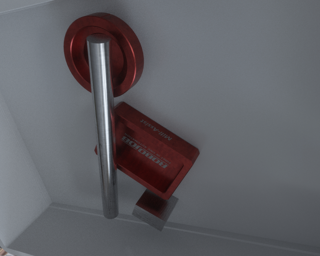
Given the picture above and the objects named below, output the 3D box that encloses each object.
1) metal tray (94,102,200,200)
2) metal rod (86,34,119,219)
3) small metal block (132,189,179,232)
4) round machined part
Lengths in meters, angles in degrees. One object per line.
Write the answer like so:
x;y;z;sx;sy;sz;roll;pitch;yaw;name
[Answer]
-0.022;0.034;0.435;0.130;0.030;0.089;33;129;6;metal tray
-0.071;0.023;0.412;0.025;0.025;0.298;18;131;17;metal rod
-0.007;0.119;0.468;0.050;0.050;0.025;28;128;10;small metal block
-0.063;-0.089;0.374;0.098;0.042;0.097;13;124;20;round machined part
